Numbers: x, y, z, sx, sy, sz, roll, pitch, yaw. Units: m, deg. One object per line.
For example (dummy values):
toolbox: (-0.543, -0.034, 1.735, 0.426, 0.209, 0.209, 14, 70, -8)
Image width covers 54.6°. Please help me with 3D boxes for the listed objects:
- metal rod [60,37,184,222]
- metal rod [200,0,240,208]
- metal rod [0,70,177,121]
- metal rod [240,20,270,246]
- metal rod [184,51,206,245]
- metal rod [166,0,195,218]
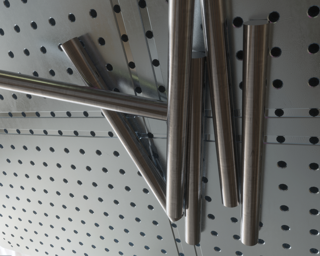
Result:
metal rod: (-0.046, 0.012, 0.443, 0.025, 0.025, 0.299, -19, 108, 35)
metal rod: (0.071, -0.031, 0.354, 0.025, 0.025, 0.298, 3, 120, 27)
metal rod: (-0.123, -0.047, 0.404, 0.301, 0.025, 0.025, 11, 124, 6)
metal rod: (0.110, 0.028, 0.370, 0.025, 0.025, 0.298, 7, 122, 25)
metal rod: (0.045, 0.048, 0.417, 0.025, 0.025, 0.298, 11, 123, 22)
metal rod: (0.021, -0.001, 0.370, 0.025, 0.025, 0.298, 14, 127, 20)
